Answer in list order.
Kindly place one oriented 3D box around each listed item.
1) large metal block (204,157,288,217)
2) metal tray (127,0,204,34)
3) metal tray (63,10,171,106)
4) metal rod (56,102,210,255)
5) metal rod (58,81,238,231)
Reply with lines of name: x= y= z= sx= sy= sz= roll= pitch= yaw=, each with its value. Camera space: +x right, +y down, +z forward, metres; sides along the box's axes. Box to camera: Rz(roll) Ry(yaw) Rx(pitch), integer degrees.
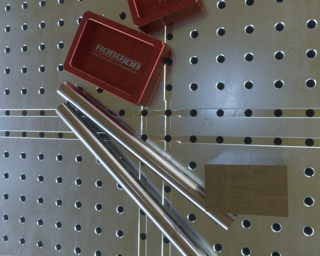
large metal block: x=0.099 y=0.062 z=0.348 sx=0.080 sy=0.080 sz=0.050 roll=-1 pitch=90 yaw=19
metal tray: x=-0.005 y=-0.204 z=0.410 sx=0.090 sy=0.030 sz=0.129 roll=-18 pitch=84 yaw=18
metal tray: x=-0.062 y=-0.096 z=0.430 sx=0.130 sy=0.030 sz=0.090 roll=27 pitch=99 yaw=17
metal rod: x=-0.042 y=0.074 z=0.426 sx=0.300 sy=0.025 sz=0.025 roll=45 pitch=104 yaw=14
metal rod: x=-0.027 y=0.029 z=0.421 sx=0.300 sy=0.025 sz=0.025 roll=37 pitch=102 yaw=15
